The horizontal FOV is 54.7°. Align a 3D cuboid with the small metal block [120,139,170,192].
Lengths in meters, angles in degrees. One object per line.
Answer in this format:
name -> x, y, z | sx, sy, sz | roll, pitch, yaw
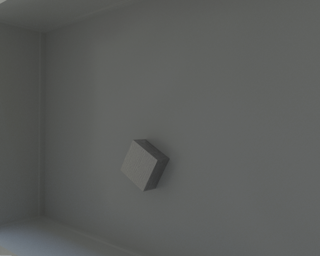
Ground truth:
small metal block -> -0.021, 0.050, 0.422 | 0.050, 0.025, 0.050 | 37, 112, 33
